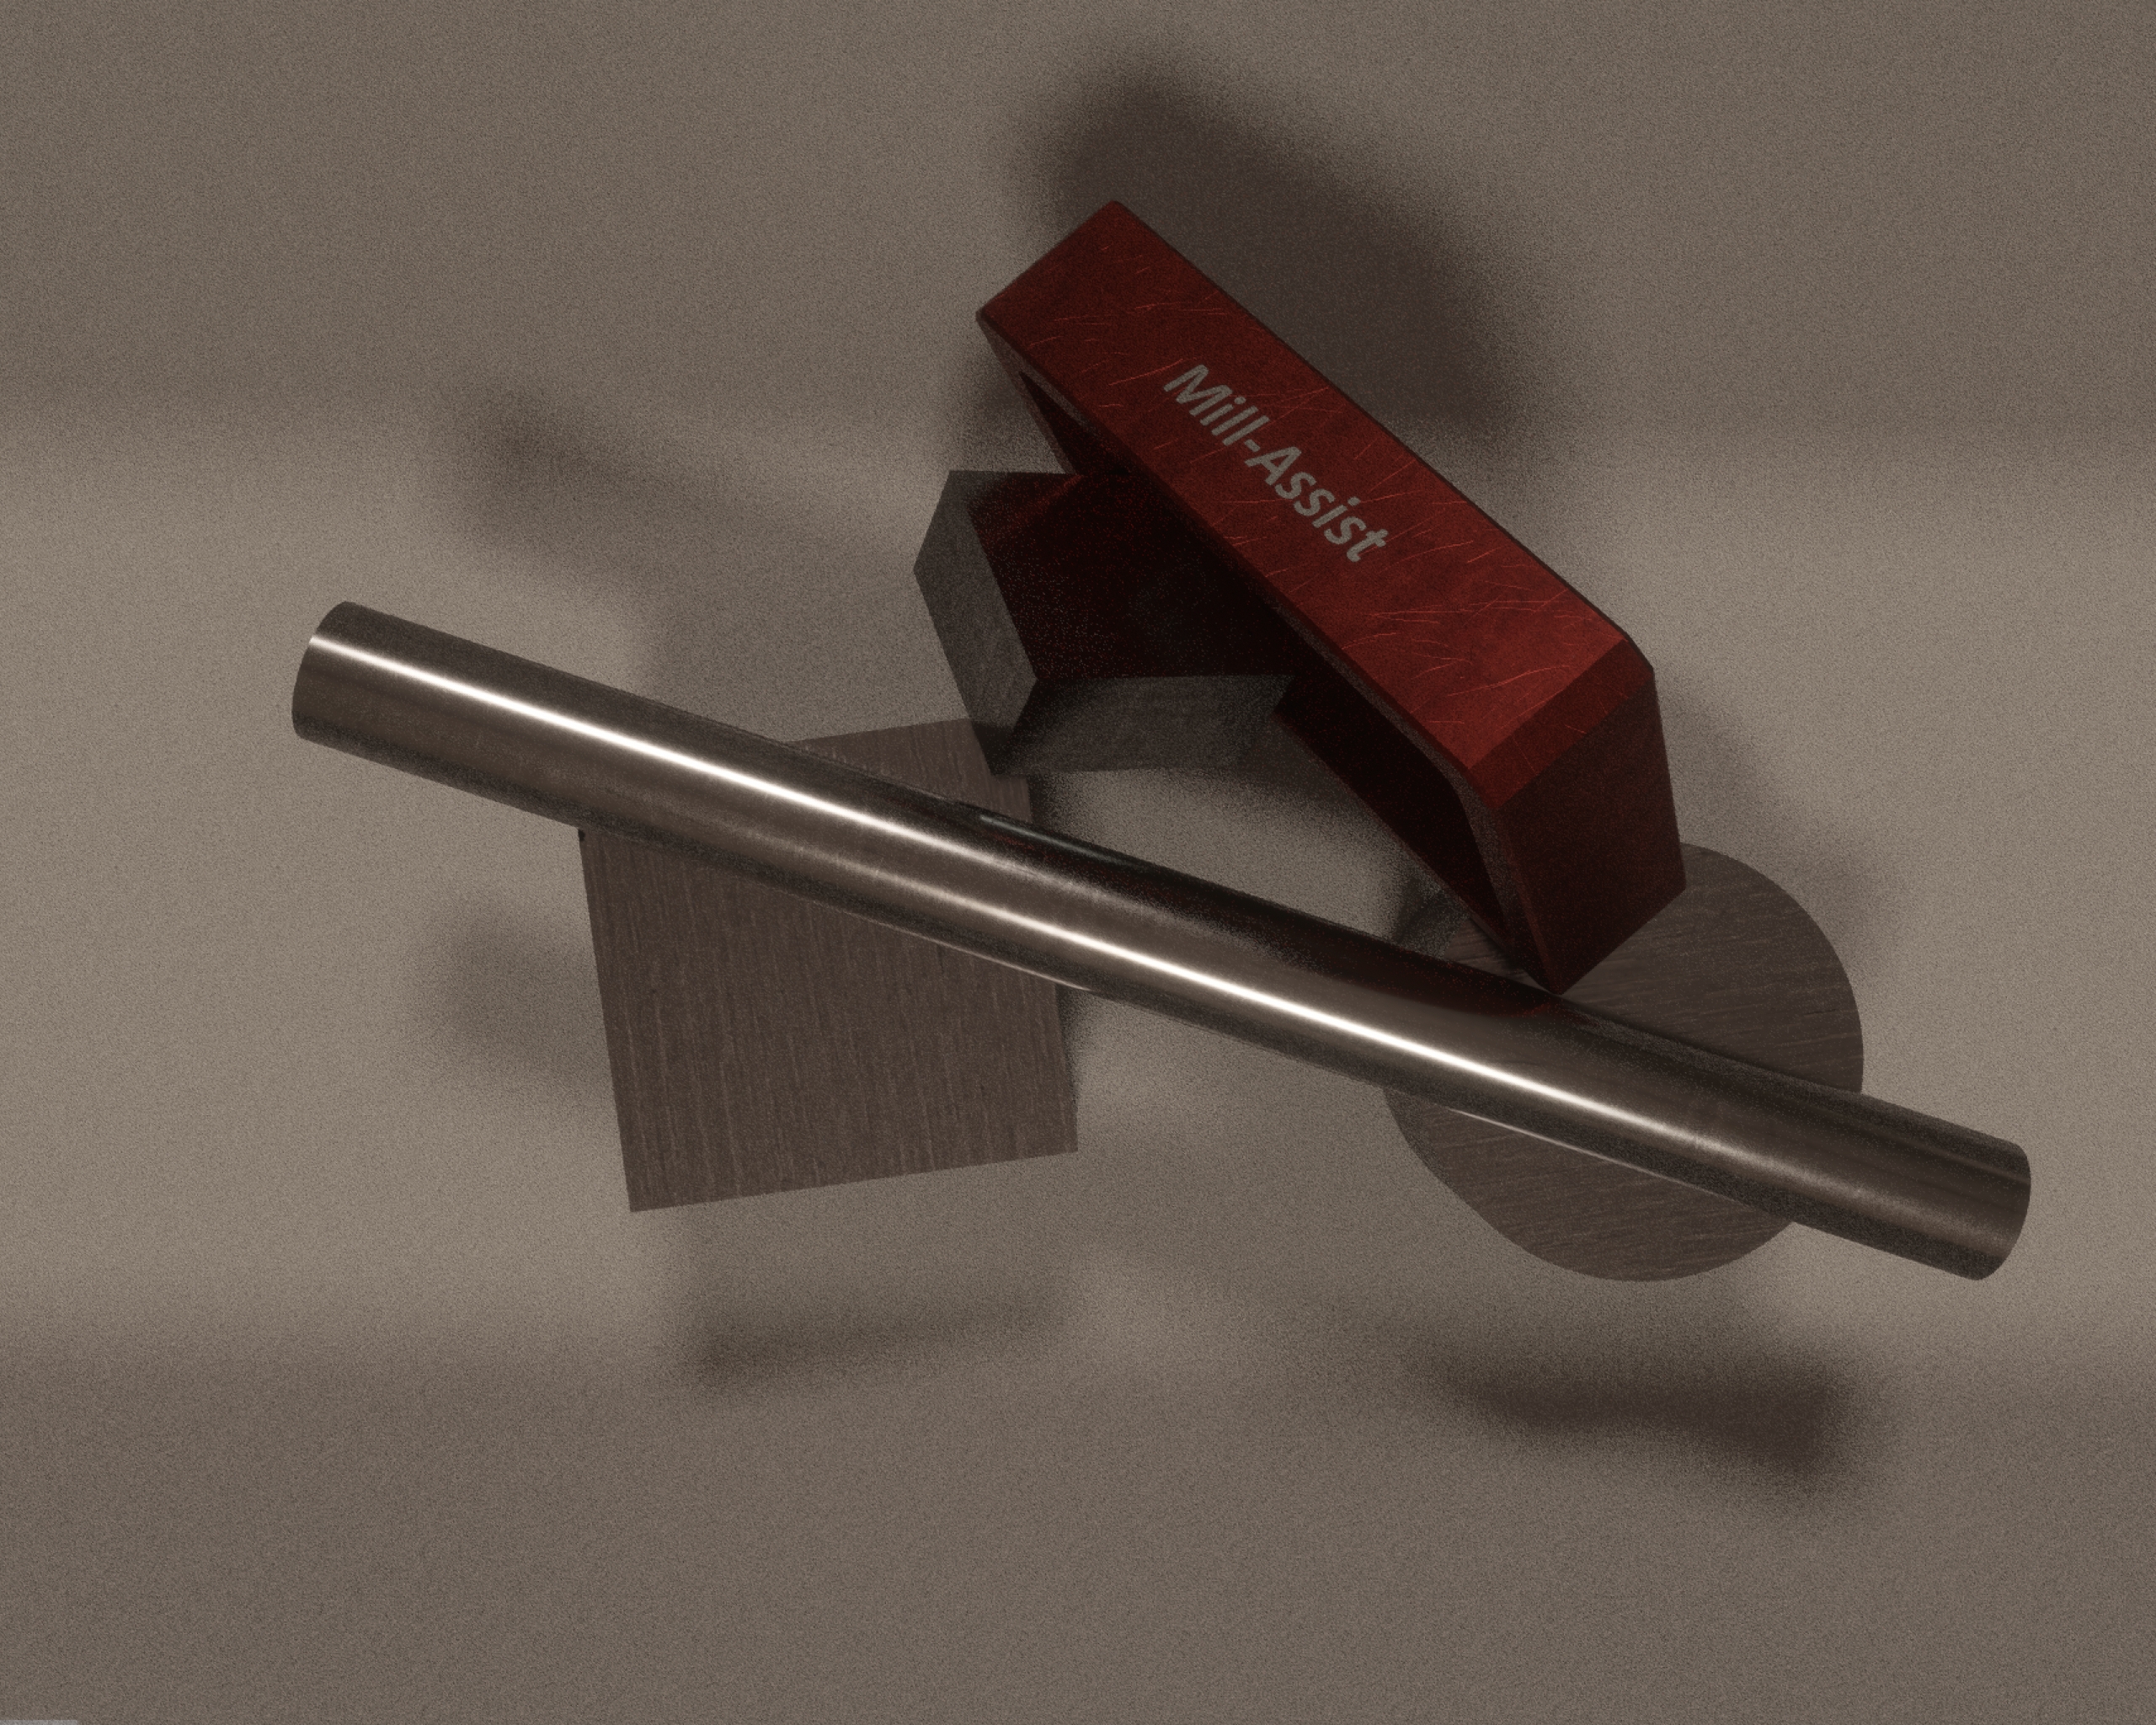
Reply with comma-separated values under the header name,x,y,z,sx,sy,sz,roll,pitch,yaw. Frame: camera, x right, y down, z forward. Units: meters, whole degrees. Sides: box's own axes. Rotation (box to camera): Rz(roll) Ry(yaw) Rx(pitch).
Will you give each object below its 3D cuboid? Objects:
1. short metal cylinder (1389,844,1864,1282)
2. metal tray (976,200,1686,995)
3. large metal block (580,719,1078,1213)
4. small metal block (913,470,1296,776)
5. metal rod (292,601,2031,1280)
name,x,y,z,sx,sy,sz,roll,pitch,yaw
short metal cylinder,0.101,0.035,0.399,0.081,0.050,0.079,0,90,-1
metal tray,0.043,-0.044,0.353,0.030,0.090,0.130,-41,61,-1
large metal block,-0.045,0.018,0.397,0.081,0.050,0.080,-8,90,-1
small metal block,0.004,-0.044,0.376,0.050,0.025,0.050,-4,54,-27
metal rod,0.015,0.014,0.359,0.302,0.025,0.025,18,90,-1
